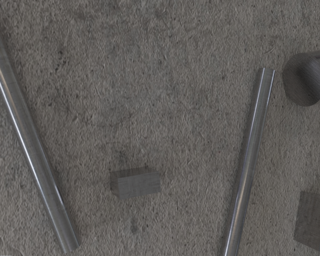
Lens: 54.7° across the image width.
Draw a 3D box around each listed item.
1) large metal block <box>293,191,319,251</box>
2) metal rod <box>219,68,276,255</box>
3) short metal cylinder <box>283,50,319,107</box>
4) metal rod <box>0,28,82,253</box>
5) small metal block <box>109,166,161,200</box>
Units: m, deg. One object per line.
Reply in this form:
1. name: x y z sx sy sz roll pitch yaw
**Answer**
1. large metal block: 0.270 0.150 0.496 0.081 0.050 0.080 12 86 -20
2. metal rod: 0.128 0.058 0.456 0.025 0.025 0.299 15 85 -20
3. short metal cylinder: 0.234 -0.076 0.467 0.050 0.080 0.080 -13 95 -20
4. metal rod: -0.152 0.002 0.352 0.025 0.025 0.298 -21 97 -19
5. small metal block: -0.032 0.067 0.384 0.050 0.050 0.025 -7 93 -20
